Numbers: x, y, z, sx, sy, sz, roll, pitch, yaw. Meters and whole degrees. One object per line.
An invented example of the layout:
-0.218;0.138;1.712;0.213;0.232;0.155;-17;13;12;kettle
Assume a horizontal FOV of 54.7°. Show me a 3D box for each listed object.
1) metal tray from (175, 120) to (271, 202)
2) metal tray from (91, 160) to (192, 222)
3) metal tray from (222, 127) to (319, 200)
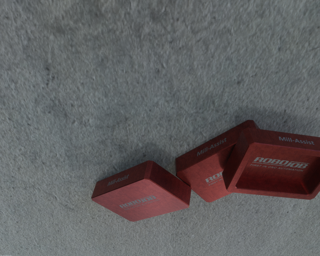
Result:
0.099;0.053;0.451;0.130;0.030;0.090;-31;124;23;metal tray
-0.030;0.100;0.469;0.130;0.030;0.090;-27;127;38;metal tray
0.159;0.050;0.408;0.131;0.030;0.089;7;128;-10;metal tray
